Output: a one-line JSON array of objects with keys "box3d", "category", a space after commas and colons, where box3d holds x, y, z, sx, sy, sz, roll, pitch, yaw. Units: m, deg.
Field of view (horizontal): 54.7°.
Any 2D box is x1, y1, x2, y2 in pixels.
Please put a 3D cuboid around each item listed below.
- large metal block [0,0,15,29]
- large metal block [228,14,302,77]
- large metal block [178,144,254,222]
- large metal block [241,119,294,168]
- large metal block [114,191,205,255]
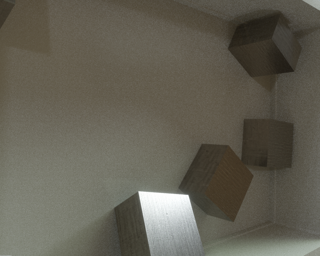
[{"box3d": [-0.162, -0.133, 0.243, 0.081, 0.050, 0.080, 9, 71, -40], "category": "large metal block"}, {"box3d": [0.175, -0.133, 0.517, 0.080, 0.080, 0.050, 38, 67, -34], "category": "large metal block"}, {"box3d": [0.086, 0.080, 0.462, 0.080, 0.050, 0.080, 46, 62, -30], "category": "large metal block"}, {"box3d": [0.192, 0.028, 0.551, 0.081, 0.050, 0.080, 7, 85, -40], "category": "large metal block"}, {"box3d": [-0.001, 0.125, 0.367, 0.081, 0.050, 0.080, 14, 49, -39], "category": "large metal block"}]
